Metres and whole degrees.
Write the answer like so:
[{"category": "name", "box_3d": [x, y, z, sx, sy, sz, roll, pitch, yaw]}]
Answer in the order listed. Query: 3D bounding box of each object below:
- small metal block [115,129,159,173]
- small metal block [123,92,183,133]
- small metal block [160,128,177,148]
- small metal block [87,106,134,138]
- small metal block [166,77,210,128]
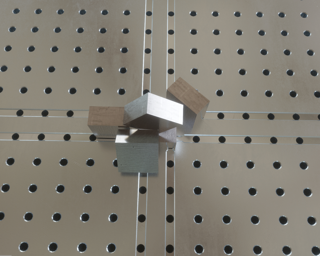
[{"category": "small metal block", "box_3d": [-0.027, 0.029, 0.385, 0.050, 0.050, 0.025, 1, 38, 0]}, {"category": "small metal block", "box_3d": [-0.008, -0.015, 0.367, 0.050, 0.050, 0.025, 16, 66, -34]}, {"category": "small metal block", "box_3d": [-0.004, -0.001, 0.412, 0.050, 0.025, 0.050, 2, 70, 0]}, {"category": "small metal block", "box_3d": [-0.062, -0.006, 0.400, 0.050, 0.050, 0.025, 1, 71, 1]}, {"category": "small metal block", "box_3d": [0.035, -0.032, 0.411, 0.050, 0.050, 0.025, 41, 75, 13]}]
